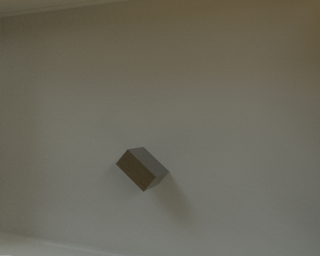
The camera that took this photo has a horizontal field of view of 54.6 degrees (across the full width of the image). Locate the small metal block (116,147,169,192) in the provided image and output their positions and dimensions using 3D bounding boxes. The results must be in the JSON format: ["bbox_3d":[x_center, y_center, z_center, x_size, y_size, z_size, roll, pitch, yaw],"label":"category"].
[{"bbox_3d":[-0.022,0.052,0.405,0.050,0.050,0.025,42,104,15],"label":"small metal block"}]
